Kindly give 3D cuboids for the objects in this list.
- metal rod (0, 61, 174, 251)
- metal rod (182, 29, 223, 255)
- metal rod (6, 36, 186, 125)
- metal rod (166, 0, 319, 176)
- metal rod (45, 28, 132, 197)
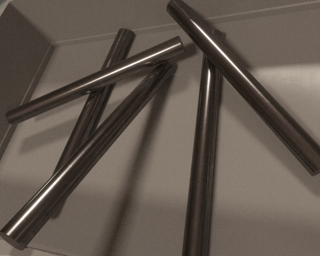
[{"bbox_3d":[-0.058,0.003,0.357,0.025,0.025,0.301,5,40,30],"label":"metal rod"},{"bbox_3d":[0.056,-0.002,0.376,0.025,0.025,0.299,-5,59,25],"label":"metal rod"},{"bbox_3d":[-0.106,-0.066,0.466,0.301,0.025,0.025,-20,54,15],"label":"metal rod"},{"bbox_3d":[0.089,-0.069,0.376,0.025,0.025,0.299,-35,59,5],"label":"metal rod"},{"bbox_3d":[-0.104,-0.032,0.477,0.025,0.025,0.300,5,64,30],"label":"metal rod"}]
